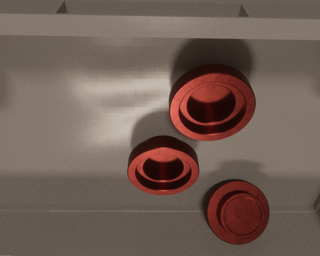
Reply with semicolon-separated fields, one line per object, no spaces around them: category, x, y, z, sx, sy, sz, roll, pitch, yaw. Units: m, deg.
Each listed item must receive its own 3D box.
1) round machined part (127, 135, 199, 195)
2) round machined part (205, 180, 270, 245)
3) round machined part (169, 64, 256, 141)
round machined part;0.005;0.049;0.440;0.099;0.042;0.097;-1;130;0
round machined part;0.121;0.130;0.475;0.099;0.042;0.097;0;87;-3
round machined part;0.060;-0.034;0.370;0.099;0.042;0.097;-1;130;0
